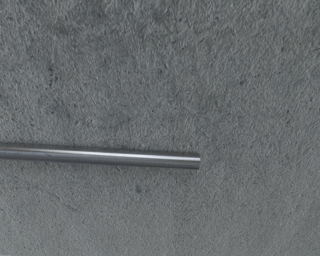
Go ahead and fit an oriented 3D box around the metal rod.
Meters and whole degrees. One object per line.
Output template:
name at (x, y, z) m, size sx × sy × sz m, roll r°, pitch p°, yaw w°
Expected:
metal rod at (-0.095, 0.039, 0.439) m, size 0.302 × 0.025 × 0.025 m, roll 3°, pitch 130°, yaw -3°
